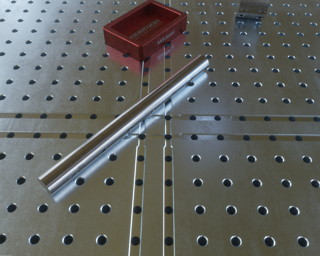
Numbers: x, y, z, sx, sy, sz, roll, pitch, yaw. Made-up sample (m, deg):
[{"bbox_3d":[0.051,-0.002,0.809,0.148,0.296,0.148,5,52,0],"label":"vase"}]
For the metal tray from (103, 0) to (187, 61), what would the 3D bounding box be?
[{"bbox_3d":[-0.024,-0.179,0.553,0.090,0.030,0.131,32,57,23],"label":"metal tray"}]

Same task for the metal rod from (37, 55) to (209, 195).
[{"bbox_3d":[-0.031,-0.020,0.423,0.025,0.025,0.302,34,57,25],"label":"metal rod"}]

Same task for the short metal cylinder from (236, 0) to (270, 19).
[{"bbox_3d":[0.175,-0.249,0.583,0.050,0.080,0.080,7,50,5],"label":"short metal cylinder"}]
